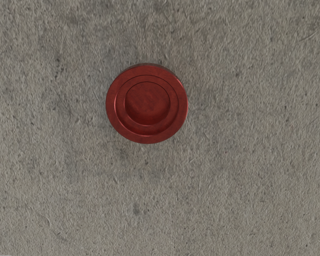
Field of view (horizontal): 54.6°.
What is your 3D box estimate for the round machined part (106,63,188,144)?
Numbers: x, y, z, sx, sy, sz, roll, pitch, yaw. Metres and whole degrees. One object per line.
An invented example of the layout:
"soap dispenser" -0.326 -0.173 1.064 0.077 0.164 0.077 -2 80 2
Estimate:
"round machined part" -0.015 -0.033 0.388 0.099 0.042 0.097 0 110 0
